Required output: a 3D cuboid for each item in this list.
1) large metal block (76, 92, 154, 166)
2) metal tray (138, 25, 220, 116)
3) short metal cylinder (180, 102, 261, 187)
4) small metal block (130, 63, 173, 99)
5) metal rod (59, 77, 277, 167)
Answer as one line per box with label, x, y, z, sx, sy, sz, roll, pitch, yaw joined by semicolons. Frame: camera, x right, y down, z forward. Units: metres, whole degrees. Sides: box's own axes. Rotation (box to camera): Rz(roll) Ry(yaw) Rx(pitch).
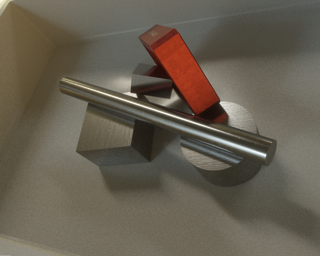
large metal block;-0.056;0.002;0.415;0.080;0.050;0.080;-7;59;24
metal tray;0.018;-0.073;0.365;0.030;0.090;0.130;-35;22;4
short metal cylinder;0.069;0.018;0.340;0.080;0.050;0.080;-13;56;20
small metal block;-0.008;-0.062;0.401;0.050;0.025;0.050;9;27;3
metal rod;-0.018;-0.019;0.358;0.300;0.025;0.025;20;72;35
